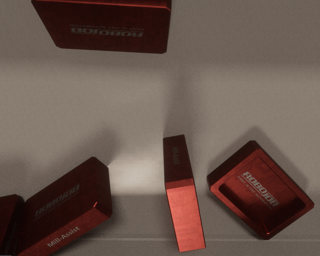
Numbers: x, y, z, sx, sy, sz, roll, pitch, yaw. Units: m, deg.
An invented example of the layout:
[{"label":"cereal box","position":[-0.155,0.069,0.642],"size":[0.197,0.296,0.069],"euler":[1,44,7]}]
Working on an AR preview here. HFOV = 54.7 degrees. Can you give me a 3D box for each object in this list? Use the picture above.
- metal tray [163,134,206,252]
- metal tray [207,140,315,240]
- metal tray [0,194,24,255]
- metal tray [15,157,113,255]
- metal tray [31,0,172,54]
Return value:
[{"label":"metal tray","position":[0.027,0.073,0.383],"size":[0.030,0.130,0.089],"euler":[-10,110,3]},{"label":"metal tray","position":[0.143,0.091,0.444],"size":[0.090,0.030,0.130],"euler":[-43,105,14]},{"label":"metal tray","position":[-0.239,0.152,0.404],"size":[0.091,0.130,0.030],"euler":[-11,126,1]},{"label":"metal tray","position":[-0.126,0.106,0.411],"size":[0.130,0.090,0.030],"euler":[-33,126,11]},{"label":"metal tray","position":[-0.055,-0.117,0.332],"size":[0.131,0.090,0.030],"euler":[3,75,-2]}]
